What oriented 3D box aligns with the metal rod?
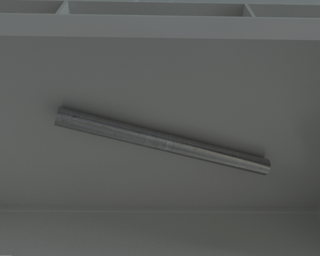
[{"bbox_3d":[0.013,0.021,0.425,0.302,0.025,0.025,14,129,-12],"label":"metal rod"}]
